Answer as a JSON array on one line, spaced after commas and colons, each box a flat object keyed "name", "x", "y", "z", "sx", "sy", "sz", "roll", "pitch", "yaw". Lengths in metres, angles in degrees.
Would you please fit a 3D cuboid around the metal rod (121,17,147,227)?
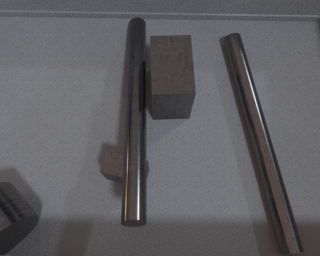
[{"name": "metal rod", "x": -0.030, "y": -0.032, "z": 0.385, "sx": 0.025, "sy": 0.025, "sz": 0.299, "roll": -1, "pitch": 57, "yaw": -1}]

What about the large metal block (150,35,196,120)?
[{"name": "large metal block", "x": 0.014, "y": -0.063, "z": 0.404, "sx": 0.050, "sy": 0.080, "sz": 0.080, "roll": -2, "pitch": 70, "yaw": -1}]

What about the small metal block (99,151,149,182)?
[{"name": "small metal block", "x": -0.041, "y": 0.052, "z": 0.377, "sx": 0.050, "sy": 0.050, "sz": 0.025, "roll": 13, "pitch": 71, "yaw": 4}]

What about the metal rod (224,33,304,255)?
[{"name": "metal rod", "x": 0.130, "y": 0.006, "z": 0.409, "sx": 0.025, "sy": 0.025, "sz": 0.299, "roll": -8, "pitch": 70, "yaw": -3}]

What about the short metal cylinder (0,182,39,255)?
[{"name": "short metal cylinder", "x": -0.184, "y": 0.106, "z": 0.340, "sx": 0.080, "sy": 0.080, "sz": 0.050, "roll": -42, "pitch": 76, "yaw": -14}]
